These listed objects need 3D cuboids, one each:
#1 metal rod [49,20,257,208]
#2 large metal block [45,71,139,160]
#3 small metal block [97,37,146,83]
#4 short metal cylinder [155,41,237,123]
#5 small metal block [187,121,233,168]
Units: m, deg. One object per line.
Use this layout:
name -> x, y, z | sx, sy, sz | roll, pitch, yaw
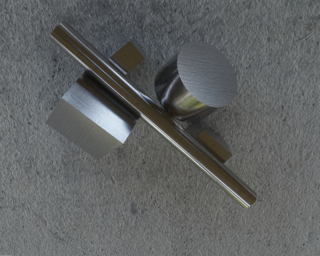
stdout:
metal rod -> 0.003, -0.005, 0.356 | 0.300, 0.025, 0.025 | 41, 105, -14
large metal block -> -0.080, -0.013, 0.373 | 0.080, 0.050, 0.080 | 39, 146, -14
small metal block -> -0.044, -0.080, 0.368 | 0.050, 0.050, 0.025 | -37, 106, 12
short metal cylinder -> 0.041, -0.052, 0.357 | 0.080, 0.080, 0.050 | 37, 147, -13
small metal block -> 0.062, 0.018, 0.402 | 0.050, 0.050, 0.025 | 39, 105, -14
